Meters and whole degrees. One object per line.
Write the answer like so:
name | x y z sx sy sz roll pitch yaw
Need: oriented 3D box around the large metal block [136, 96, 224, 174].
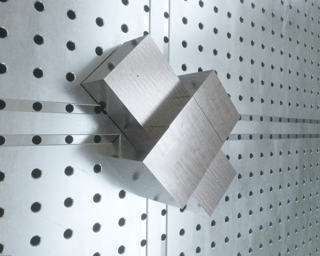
large metal block | 0.019 0.009 0.392 0.050 0.080 0.080 -52 121 -27

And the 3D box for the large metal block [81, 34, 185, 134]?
large metal block | -0.029 -0.050 0.367 0.080 0.050 0.080 -52 121 -26

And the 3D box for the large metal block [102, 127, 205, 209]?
large metal block | -0.008 0.044 0.369 0.050 0.080 0.080 -52 121 -27

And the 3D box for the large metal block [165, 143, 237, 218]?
large metal block | 0.054 0.065 0.441 0.080 0.050 0.080 -51 120 -27

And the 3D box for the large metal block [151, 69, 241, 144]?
large metal block | 0.047 -0.026 0.416 0.050 0.080 0.080 -52 121 -27
